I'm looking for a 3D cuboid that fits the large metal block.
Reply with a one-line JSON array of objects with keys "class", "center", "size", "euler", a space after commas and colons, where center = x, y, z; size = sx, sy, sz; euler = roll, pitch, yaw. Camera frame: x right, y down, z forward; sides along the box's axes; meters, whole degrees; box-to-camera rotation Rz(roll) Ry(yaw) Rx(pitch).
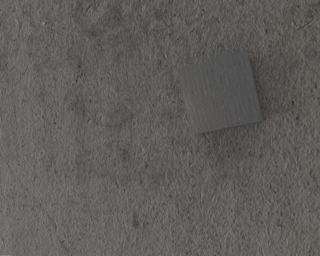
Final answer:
[{"class": "large metal block", "center": [0.074, -0.039, 0.370], "size": [0.080, 0.050, 0.080], "euler": [-12, 86, 19]}]
